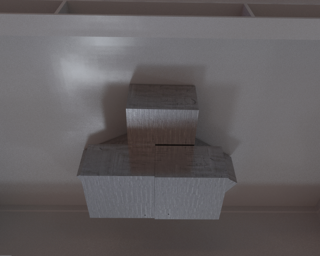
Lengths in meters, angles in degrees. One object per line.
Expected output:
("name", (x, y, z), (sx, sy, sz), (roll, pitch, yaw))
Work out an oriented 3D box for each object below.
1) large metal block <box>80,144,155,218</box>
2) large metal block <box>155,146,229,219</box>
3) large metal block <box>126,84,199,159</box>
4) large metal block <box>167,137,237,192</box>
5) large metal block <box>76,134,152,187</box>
("large metal block", (-0.047, 0.066, 0.381), (0.081, 0.050, 0.079), (0, 130, -1))
("large metal block", (0.034, 0.068, 0.381), (0.081, 0.050, 0.079), (0, 130, -1))
("large metal block", (0.002, -0.006, 0.385), (0.081, 0.050, 0.079), (1, 130, -1))
("large metal block", (0.049, 0.067, 0.446), (0.080, 0.050, 0.080), (28, 125, -21))
("large metal block", (-0.057, 0.062, 0.443), (0.080, 0.050, 0.080), (-21, 127, 16))
